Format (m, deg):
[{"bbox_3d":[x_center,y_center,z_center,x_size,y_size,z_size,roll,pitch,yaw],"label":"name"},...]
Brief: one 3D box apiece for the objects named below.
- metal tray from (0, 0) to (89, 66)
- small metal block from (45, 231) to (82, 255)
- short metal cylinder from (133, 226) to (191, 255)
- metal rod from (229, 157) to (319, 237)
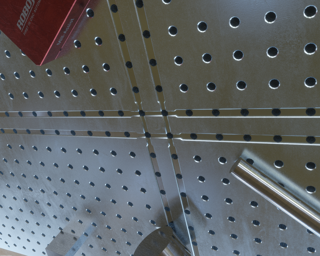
[{"bbox_3d":[-0.153,-0.154,0.391,0.090,0.030,0.129,45,129,-4],"label":"metal tray"},{"bbox_3d":[-0.203,0.251,0.655,0.050,0.050,0.025,10,123,23],"label":"small metal block"},{"bbox_3d":[0.003,0.207,0.501,0.080,0.080,0.050,-29,102,37],"label":"short metal cylinder"},{"bbox_3d":[0.217,0.134,0.379,0.301,0.025,0.025,35,129,4],"label":"metal rod"}]
